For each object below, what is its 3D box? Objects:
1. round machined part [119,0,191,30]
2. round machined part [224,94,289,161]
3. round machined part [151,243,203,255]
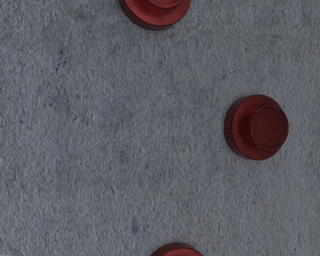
[{"bbox_3d":[-0.003,-0.180,0.398,0.099,0.042,0.097,0,90,-20],"label":"round machined part"},{"bbox_3d":[0.147,-0.001,0.454,0.099,0.042,0.097,0,90,-20],"label":"round machined part"},{"bbox_3d":[0.026,0.208,0.410,0.099,0.042,0.097,0,90,-20],"label":"round machined part"}]
